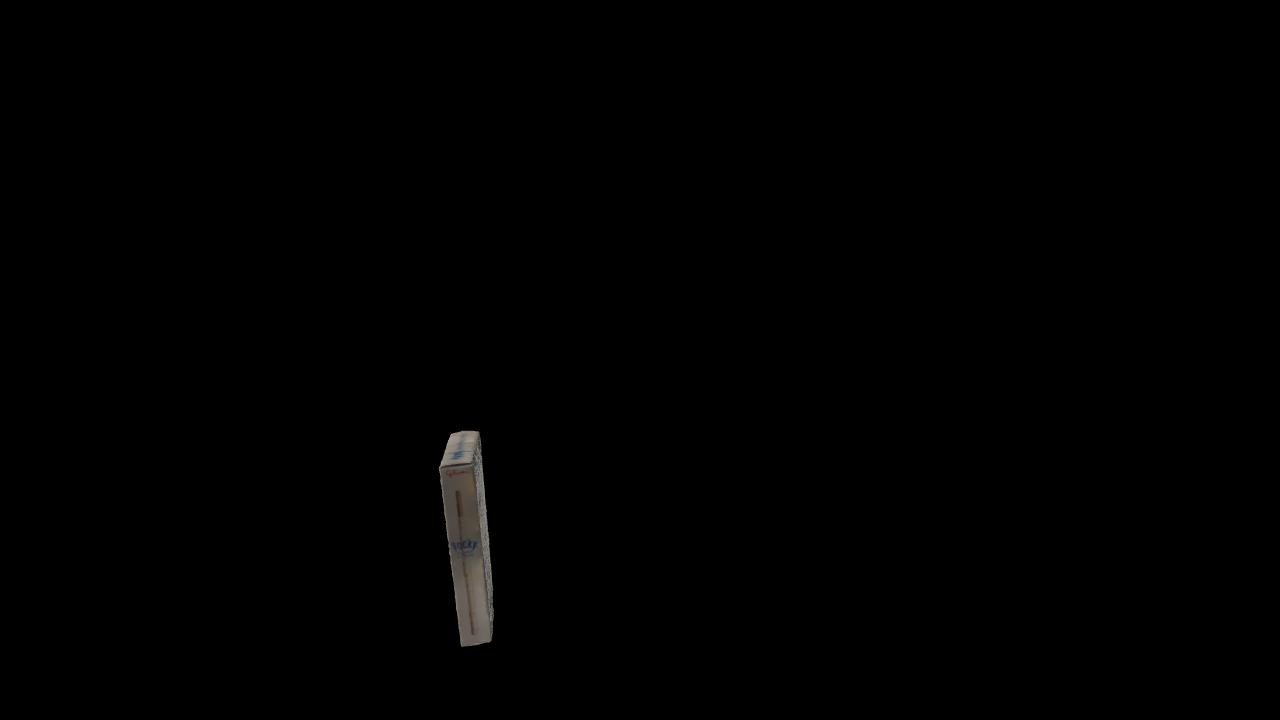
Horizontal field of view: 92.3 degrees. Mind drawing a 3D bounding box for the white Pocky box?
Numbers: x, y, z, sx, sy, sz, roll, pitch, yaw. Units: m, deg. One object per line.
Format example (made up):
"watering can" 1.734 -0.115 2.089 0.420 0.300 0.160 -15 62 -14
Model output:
"white Pocky box" -0.141 0.144 0.510 0.028 0.154 0.084 -5 12 -11
